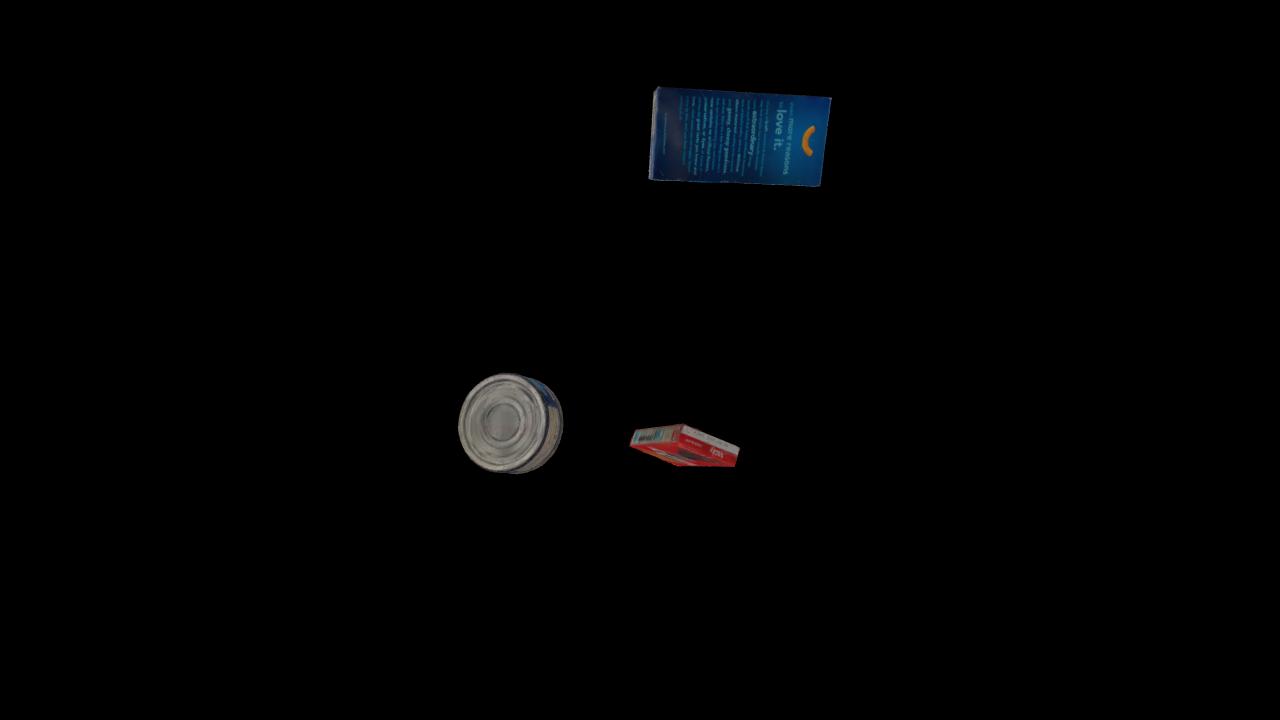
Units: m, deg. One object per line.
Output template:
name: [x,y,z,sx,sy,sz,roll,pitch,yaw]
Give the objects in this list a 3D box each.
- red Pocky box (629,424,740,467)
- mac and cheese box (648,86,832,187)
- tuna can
red Pocky box: [0.052,0.110,0.778,0.083,0.028,0.155,23,-17,-17]
mac and cheese box: [0.104,-0.235,0.655,0.184,0.093,0.041,1,16,-7]
tuna can: [-0.110,0.053,0.518,0.084,0.084,0.034,0,-11,16]
